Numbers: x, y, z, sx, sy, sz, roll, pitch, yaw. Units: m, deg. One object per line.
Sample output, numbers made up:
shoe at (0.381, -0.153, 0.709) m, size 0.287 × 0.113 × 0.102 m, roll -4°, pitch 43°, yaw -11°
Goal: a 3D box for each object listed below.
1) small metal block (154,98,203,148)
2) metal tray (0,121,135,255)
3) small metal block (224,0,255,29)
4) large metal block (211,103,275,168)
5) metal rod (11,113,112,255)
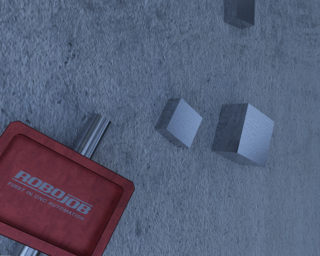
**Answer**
small metal block at (0.026, -0.006, 0.429) m, size 0.050 × 0.025 × 0.050 m, roll 40°, pitch 66°, yaw -33°
metal tray at (-0.101, 0.064, 0.290) m, size 0.130 × 0.030 × 0.090 m, roll 32°, pitch 69°, yaw -15°
small metal block at (0.134, -0.200, 0.519) m, size 0.050 × 0.025 × 0.050 m, roll 3°, pitch 88°, yaw -40°
large metal block at (0.137, 0.013, 0.506) m, size 0.080 × 0.050 × 0.080 m, roll 26°, pitch 74°, yaw -37°
metal rod at (-0.126, 0.117, 0.300) m, size 0.025 × 0.025 × 0.300 m, roll 39°, pitch 66°, yaw -34°
